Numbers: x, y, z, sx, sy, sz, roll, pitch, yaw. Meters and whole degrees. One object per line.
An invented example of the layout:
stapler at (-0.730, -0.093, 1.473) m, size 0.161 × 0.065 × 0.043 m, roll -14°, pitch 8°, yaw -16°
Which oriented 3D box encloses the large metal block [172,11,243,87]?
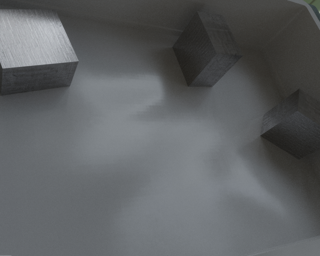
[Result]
large metal block at (0.071, -0.120, 0.484) m, size 0.050 × 0.080 × 0.080 m, roll -5°, pitch 64°, yaw -31°

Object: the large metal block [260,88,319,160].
large metal block at (0.223, -0.004, 0.496) m, size 0.080 × 0.080 × 0.050 m, roll 31°, pitch 52°, yaw -9°

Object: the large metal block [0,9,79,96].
large metal block at (-0.153, -0.090, 0.363) m, size 0.081 × 0.050 × 0.080 m, roll -15°, pitch 70°, yaw -34°
